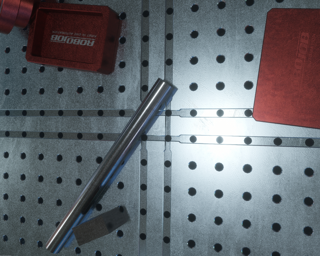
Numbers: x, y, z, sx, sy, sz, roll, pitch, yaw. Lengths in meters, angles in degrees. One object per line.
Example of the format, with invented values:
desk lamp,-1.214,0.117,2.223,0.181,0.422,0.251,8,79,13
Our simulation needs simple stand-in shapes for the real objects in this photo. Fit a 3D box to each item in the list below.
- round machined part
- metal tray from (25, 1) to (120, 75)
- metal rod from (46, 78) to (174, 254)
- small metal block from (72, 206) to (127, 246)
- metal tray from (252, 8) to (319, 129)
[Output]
round machined part,-0.221,-0.189,0.465,0.098,0.042,0.097,-10,77,49
metal tray,-0.130,-0.132,0.454,0.130,0.030,0.089,11,94,19
metal rod,-0.076,0.060,0.438,0.025,0.025,0.299,38,102,15
small metal block,-0.083,0.134,0.427,0.050,0.050,0.025,-27,81,18
metal tray,0.161,-0.066,0.353,0.090,0.030,0.129,9,93,19
